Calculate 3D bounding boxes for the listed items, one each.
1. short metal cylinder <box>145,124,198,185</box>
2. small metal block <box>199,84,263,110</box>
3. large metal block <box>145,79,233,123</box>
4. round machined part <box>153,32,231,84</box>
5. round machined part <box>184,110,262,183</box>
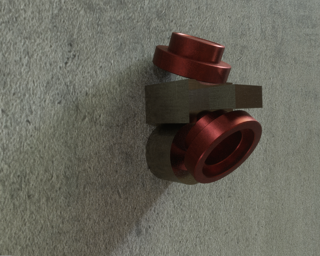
[{"bbox_3d":[0.027,0.033,0.416,0.081,0.050,0.079,0,90,-40],"label":"short metal cylinder"},{"bbox_3d":[0.081,-0.034,0.355,0.050,0.050,0.025,-4,92,-40],"label":"small metal block"},{"bbox_3d":[0.037,-0.032,0.403,0.081,0.080,0.050,-3,92,-40],"label":"large metal block"},{"bbox_3d":[0.043,-0.092,0.391,0.099,0.098,0.042,-3,117,-40],"label":"round machined part"},{"bbox_3d":[0.069,0.017,0.369,0.099,0.042,0.097,-24,141,-21],"label":"round machined part"}]
